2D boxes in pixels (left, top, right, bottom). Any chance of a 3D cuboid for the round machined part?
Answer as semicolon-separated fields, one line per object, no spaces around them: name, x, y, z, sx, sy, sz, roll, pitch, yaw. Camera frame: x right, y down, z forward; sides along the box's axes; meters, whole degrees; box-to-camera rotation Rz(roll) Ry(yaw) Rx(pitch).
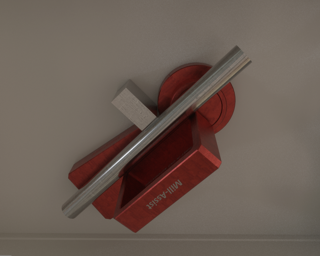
round machined part;0.046;-0.031;0.390;0.099;0.042;0.097;0;110;-1

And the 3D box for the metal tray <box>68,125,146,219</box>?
metal tray;-0.047;0.059;0.428;0.130;0.030;0.090;-33;107;11

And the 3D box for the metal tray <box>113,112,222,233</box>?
metal tray;0.006;0.047;0.352;0.030;0.090;0.130;41;111;-17

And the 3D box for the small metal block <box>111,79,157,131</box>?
small metal block;-0.030;-0.030;0.385;0.025;0.050;0.050;-43;105;14

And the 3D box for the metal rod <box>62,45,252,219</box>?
metal rod;-0.016;0.016;0.374;0.299;0.025;0.025;-42;105;18
